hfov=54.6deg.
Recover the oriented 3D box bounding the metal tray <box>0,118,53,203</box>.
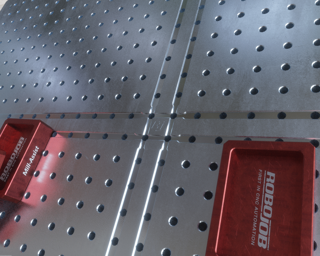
[{"bbox_3d":[-0.239,0.048,0.502,0.090,0.030,0.130,3,63,29],"label":"metal tray"}]

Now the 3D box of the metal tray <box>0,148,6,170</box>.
[{"bbox_3d":[-0.288,0.085,0.476,0.090,0.030,0.130,14,82,46],"label":"metal tray"}]

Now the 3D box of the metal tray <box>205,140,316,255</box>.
[{"bbox_3d":[0.101,0.077,0.304,0.090,0.030,0.130,1,62,28],"label":"metal tray"}]
